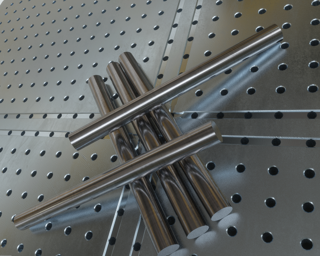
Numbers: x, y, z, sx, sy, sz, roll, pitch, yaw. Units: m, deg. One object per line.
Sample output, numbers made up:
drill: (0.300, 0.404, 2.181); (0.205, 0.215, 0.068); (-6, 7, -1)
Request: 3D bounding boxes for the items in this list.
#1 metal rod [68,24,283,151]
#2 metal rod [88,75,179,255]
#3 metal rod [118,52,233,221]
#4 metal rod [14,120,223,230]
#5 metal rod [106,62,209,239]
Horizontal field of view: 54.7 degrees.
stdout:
metal rod: (0.021, -0.053, 0.402); (0.301, 0.025, 0.025); (-28, 52, -1)
metal rod: (-0.049, 0.026, 0.416); (0.025, 0.025, 0.300); (-34, 52, 6)
metal rod: (0.004, -0.012, 0.412); (0.025, 0.025, 0.300); (-35, 52, 5)
metal rod: (-0.066, 0.066, 0.374); (0.300, 0.025, 0.025); (-27, 52, 21)
metal rod: (-0.018, 0.005, 0.413); (0.025, 0.025, 0.300); (-34, 52, 6)
